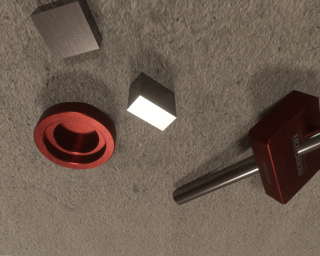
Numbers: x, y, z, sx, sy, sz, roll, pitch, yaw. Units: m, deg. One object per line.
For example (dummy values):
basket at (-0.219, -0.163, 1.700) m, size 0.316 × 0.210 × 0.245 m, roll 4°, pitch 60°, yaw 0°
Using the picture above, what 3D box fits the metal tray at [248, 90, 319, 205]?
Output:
metal tray at (0.168, 0.028, 0.400) m, size 0.090 × 0.030 × 0.130 m, roll -39°, pitch 128°, yaw -14°

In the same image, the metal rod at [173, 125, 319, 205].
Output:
metal rod at (0.136, 0.047, 0.423) m, size 0.299 × 0.025 × 0.025 m, roll -32°, pitch 124°, yaw 33°

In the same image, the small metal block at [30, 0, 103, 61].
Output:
small metal block at (-0.094, -0.103, 0.318) m, size 0.050 × 0.025 × 0.050 m, roll -13°, pitch 129°, yaw 10°

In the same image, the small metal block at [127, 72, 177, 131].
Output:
small metal block at (-0.009, -0.032, 0.364) m, size 0.050 × 0.050 × 0.025 m, roll 30°, pitch 124°, yaw -24°

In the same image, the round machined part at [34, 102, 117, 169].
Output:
round machined part at (-0.105, 0.005, 0.399) m, size 0.099 × 0.042 × 0.097 m, roll -1°, pitch 130°, yaw 0°
